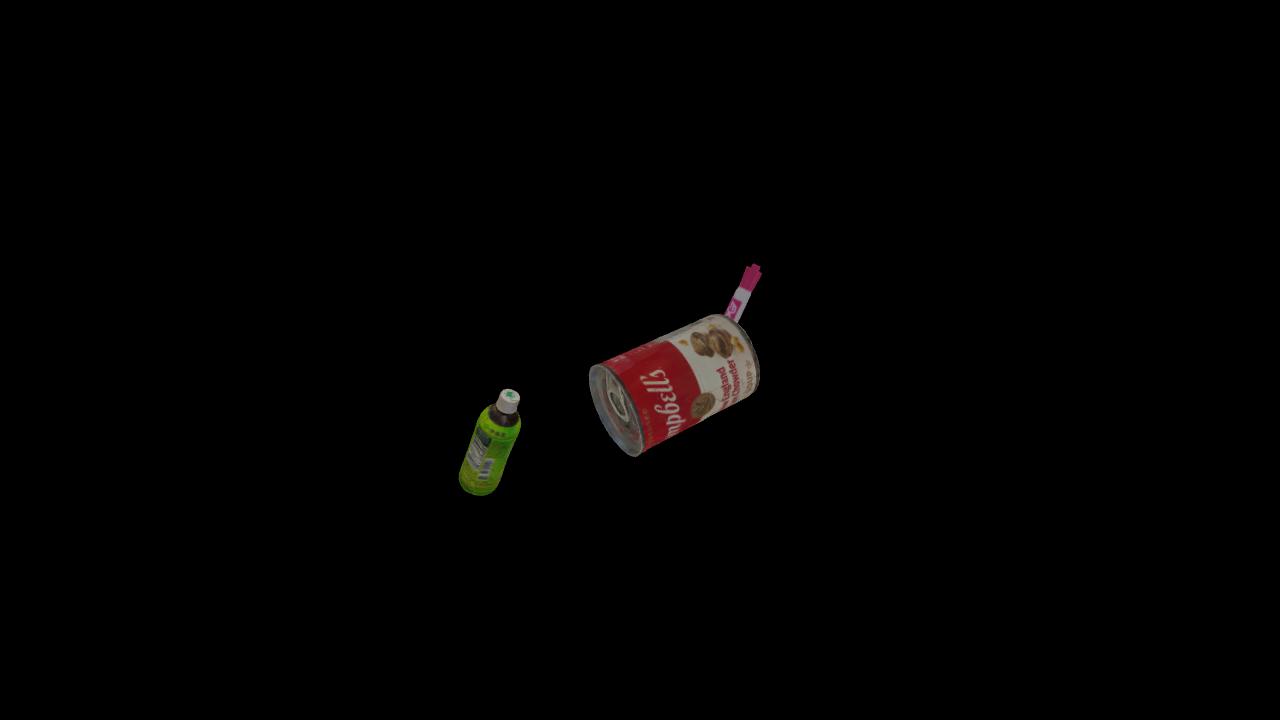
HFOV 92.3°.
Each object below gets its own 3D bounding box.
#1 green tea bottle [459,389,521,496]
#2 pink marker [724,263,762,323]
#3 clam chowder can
[{"bbox_3d":[-0.235,0.131,0.988,0.073,0.212,0.073,18,38,-15],"label":"green tea bottle"},{"bbox_3d":[0.102,-0.049,0.677,0.020,0.121,0.020,23,15,-6],"label":"pink marker"},{"bbox_3d":[0.025,0.015,0.430,0.102,0.068,0.068,-25,10,-24],"label":"clam chowder can"}]
